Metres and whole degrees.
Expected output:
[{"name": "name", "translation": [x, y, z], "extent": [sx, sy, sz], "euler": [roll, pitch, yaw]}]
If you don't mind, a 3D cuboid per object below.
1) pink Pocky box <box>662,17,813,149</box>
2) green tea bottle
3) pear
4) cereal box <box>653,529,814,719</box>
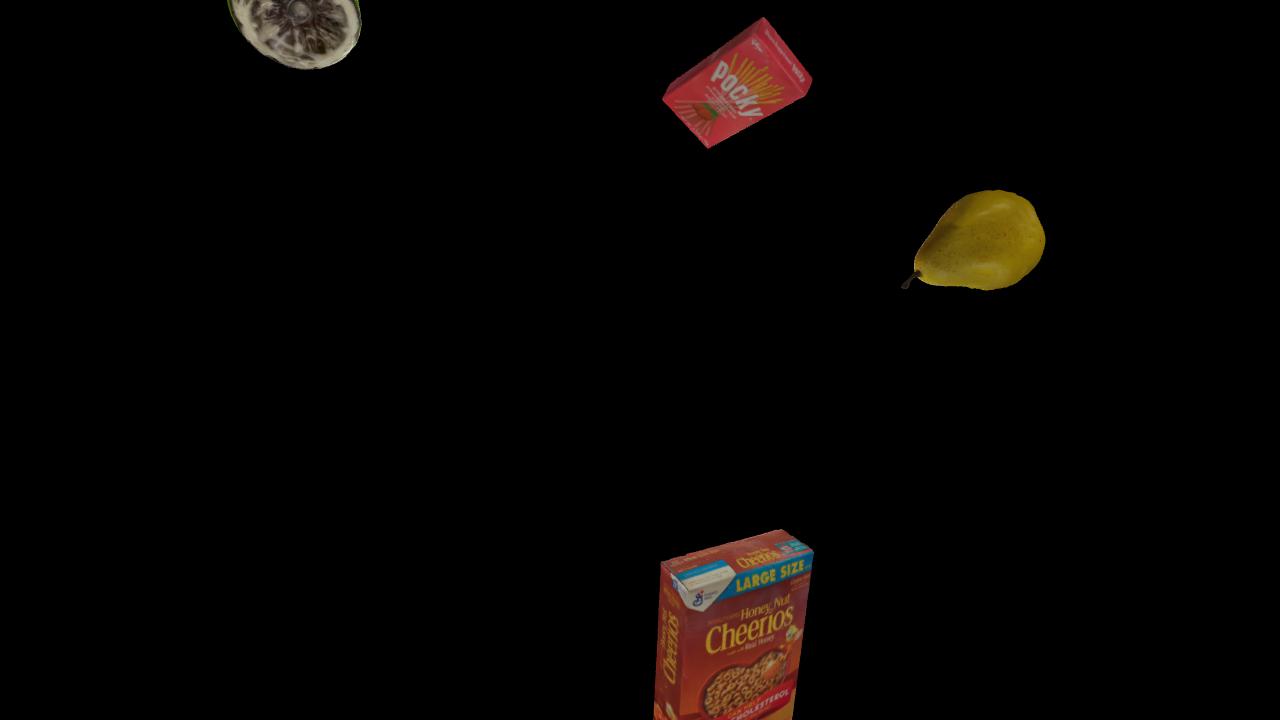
[{"name": "pink Pocky box", "translation": [0.101, -0.293, 0.668], "extent": [0.084, 0.029, 0.155], "euler": [38, -24, -26]}, {"name": "green tea bottle", "translation": [-0.234, -0.281, 0.406], "extent": [0.073, 0.212, 0.073], "euler": [-18, -28, -10]}, {"name": "pear", "translation": [0.256, -0.089, 0.494], "extent": [0.111, 0.080, 0.080], "euler": [-16, -1, 2]}, {"name": "cereal box", "translation": [0.124, 0.399, 0.841], "extent": [0.203, 0.306, 0.081], "euler": [-5, 18, -28]}]
